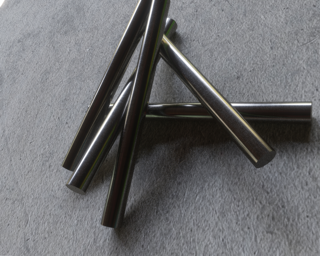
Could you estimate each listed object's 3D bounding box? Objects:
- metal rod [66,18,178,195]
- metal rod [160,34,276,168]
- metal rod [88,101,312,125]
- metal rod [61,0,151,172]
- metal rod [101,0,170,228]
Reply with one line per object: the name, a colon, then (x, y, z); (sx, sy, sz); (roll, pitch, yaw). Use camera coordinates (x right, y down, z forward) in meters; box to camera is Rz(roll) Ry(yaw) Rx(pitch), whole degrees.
metal rod: (-0.039, -0.048, 0.424); (0.025, 0.025, 0.300); (6, 55, 31)
metal rod: (0.035, -0.069, 0.390); (0.025, 0.025, 0.300); (-37, 54, 4)
metal rod: (0.029, -0.021, 0.401); (0.300, 0.025, 0.025); (2, 63, 29)
metal rod: (-0.063, -0.079, 0.434); (0.025, 0.025, 0.299); (25, 90, 37)
metal rod: (-0.028, -0.029, 0.391); (0.025, 0.025, 0.299); (6, 78, 31)
